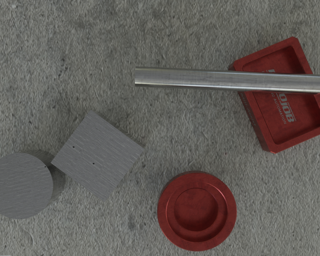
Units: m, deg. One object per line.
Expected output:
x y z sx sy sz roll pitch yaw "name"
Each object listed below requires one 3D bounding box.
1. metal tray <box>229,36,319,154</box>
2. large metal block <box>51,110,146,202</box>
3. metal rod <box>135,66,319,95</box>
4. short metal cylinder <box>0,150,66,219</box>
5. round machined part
0.158 -0.042 0.409 0.090 0.030 0.129 -23 90 -1 "metal tray"
-0.075 0.033 0.397 0.080 0.050 0.080 37 90 -1 "large metal block"
0.121 -0.057 0.381 0.302 0.025 0.025 2 90 -1 "metal rod"
-0.169 0.069 0.395 0.081 0.050 0.079 0 90 -1 "short metal cylinder"
0.046 0.104 0.402 0.099 0.042 0.097 0 90 -1 "round machined part"
